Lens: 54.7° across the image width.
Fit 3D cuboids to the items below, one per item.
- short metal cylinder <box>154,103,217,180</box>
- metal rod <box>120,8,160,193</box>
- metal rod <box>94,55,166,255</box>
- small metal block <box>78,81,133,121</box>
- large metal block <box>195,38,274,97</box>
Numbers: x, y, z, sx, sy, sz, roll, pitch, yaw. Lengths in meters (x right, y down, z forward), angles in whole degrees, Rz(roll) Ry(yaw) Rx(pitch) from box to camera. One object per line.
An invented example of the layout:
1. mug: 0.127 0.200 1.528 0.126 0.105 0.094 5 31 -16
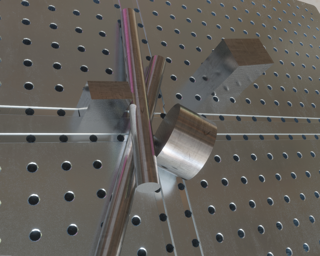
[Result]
1. short metal cylinder: 0.026 0.017 0.378 0.050 0.080 0.080 28 52 -12
2. metal rod: -0.031 -0.059 0.406 0.025 0.025 0.299 9 51 -24
3. metal rod: -0.029 0.019 0.382 0.025 0.025 0.300 23 53 -15
4. small metal block: -0.067 -0.032 0.377 0.050 0.050 0.025 -4 64 -30
5. large metal block: 0.118 -0.097 0.498 0.081 0.080 0.050 -11 68 -33
